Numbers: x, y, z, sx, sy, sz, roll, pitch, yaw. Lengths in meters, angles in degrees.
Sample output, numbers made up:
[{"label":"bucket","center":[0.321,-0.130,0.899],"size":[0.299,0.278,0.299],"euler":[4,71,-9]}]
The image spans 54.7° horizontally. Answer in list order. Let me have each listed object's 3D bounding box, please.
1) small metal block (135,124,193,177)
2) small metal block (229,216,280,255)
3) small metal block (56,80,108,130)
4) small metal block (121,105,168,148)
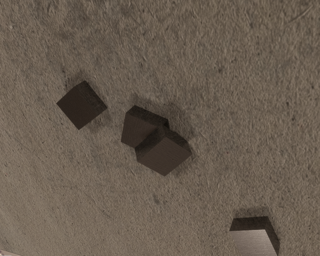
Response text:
[{"label":"small metal block","center":[0.004,0.030,0.398],"size":[0.050,0.025,0.050],"euler":[-42,127,19]},{"label":"small metal block","center":[0.132,0.152,0.431],"size":[0.050,0.025,0.050],"euler":[-16,110,34]},{"label":"small metal block","center":[-0.112,-0.032,0.444],"size":[0.050,0.025,0.050],"euler":[-31,102,37]},{"label":"small metal block","center":[-0.022,0.004,0.419],"size":[0.050,0.025,0.050],"euler":[24,127,13]}]
